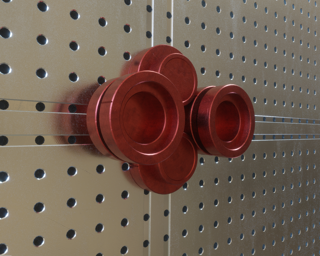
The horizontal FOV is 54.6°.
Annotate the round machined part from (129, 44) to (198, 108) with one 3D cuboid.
[{"bbox_3d":[0.011,-0.060,0.406,0.099,0.042,0.097,0,90,-40],"label":"round machined part"}]

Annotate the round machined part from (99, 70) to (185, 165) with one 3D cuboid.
[{"bbox_3d":[-0.023,-0.011,0.336,0.099,0.042,0.097,0,90,-40],"label":"round machined part"}]

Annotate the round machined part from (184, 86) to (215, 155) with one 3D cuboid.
[{"bbox_3d":[0.064,-0.010,0.449,0.099,0.042,0.097,0,90,-40],"label":"round machined part"}]

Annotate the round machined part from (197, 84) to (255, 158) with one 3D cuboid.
[{"bbox_3d":[0.084,-0.009,0.425,0.099,0.042,0.097,0,90,-40],"label":"round machined part"}]

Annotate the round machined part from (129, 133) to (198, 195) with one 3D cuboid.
[{"bbox_3d":[0.011,0.038,0.405,0.099,0.042,0.097,0,90,-40],"label":"round machined part"}]

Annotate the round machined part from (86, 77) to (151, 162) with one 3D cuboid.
[{"bbox_3d":[-0.041,-0.010,0.362,0.099,0.042,0.097,0,90,-40],"label":"round machined part"}]
